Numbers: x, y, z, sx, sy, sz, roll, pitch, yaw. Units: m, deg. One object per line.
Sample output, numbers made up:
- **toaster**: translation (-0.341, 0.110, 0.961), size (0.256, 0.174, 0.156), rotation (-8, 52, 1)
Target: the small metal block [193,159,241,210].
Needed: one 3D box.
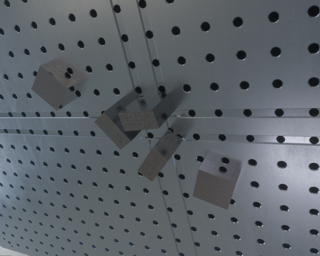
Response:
- **small metal block**: translation (0.076, 0.076, 0.419), size (0.050, 0.025, 0.050), rotation (19, 126, 17)

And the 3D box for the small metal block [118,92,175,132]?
- **small metal block**: translation (-0.016, -0.020, 0.391), size (0.050, 0.050, 0.025), rotation (-5, 116, 31)

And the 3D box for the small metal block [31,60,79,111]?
- **small metal block**: translation (-0.155, -0.062, 0.455), size (0.050, 0.025, 0.050), rotation (41, 129, 0)

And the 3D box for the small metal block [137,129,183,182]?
- **small metal block**: translation (0.001, 0.037, 0.418), size (0.025, 0.050, 0.050), rotation (36, 129, 4)

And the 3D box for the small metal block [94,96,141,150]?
- **small metal block**: translation (-0.051, -0.007, 0.418), size (0.050, 0.050, 0.025), rotation (47, 129, -5)
